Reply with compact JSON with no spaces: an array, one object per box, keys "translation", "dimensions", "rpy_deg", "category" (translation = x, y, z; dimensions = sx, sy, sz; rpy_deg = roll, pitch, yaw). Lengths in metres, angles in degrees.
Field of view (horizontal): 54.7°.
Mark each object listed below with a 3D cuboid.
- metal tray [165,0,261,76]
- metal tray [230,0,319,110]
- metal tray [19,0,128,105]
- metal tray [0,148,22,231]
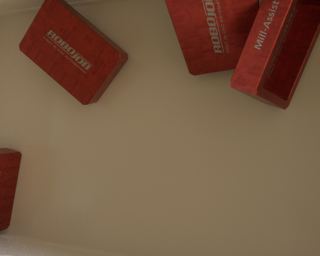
[{"translation":[0.062,-0.122,0.339],"dimensions":[0.090,0.130,0.030],"rpy_deg":[-7,47,19],"category":"metal tray"},{"translation":[0.130,-0.091,0.327],"dimensions":[0.030,0.091,0.129],"rpy_deg":[26,99,41],"category":"metal tray"},{"translation":[-0.121,-0.106,0.432],"dimensions":[0.130,0.030,0.090],"rpy_deg":[41,108,3],"category":"metal tray"},{"translation":[-0.264,0.099,0.466],"dimensions":[0.030,0.090,0.129],"rpy_deg":[13,94,19],"category":"metal tray"}]
